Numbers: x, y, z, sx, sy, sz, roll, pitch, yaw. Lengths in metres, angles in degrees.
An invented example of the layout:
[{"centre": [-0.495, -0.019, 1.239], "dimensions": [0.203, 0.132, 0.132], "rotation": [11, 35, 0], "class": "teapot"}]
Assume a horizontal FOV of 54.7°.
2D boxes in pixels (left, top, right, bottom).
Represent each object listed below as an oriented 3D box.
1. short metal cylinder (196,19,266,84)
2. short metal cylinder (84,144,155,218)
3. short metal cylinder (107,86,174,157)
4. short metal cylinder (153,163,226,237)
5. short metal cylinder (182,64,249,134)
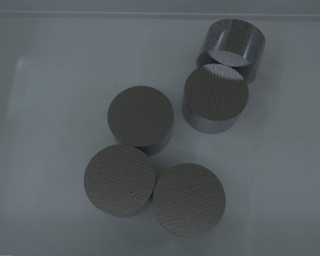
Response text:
[{"centre": [0.095, -0.099, 0.417], "dimensions": [0.080, 0.080, 0.050], "rotation": [19, 71, 7], "class": "short metal cylinder"}, {"centre": [-0.045, 0.065, 0.372], "dimensions": [0.081, 0.050, 0.080], "rotation": [0, 70, 0], "class": "short metal cylinder"}, {"centre": [-0.023, -0.007, 0.399], "dimensions": [0.081, 0.050, 0.080], "rotation": [0, 70, 0], "class": "short metal cylinder"}, {"centre": [0.032, 0.086, 0.365], "dimensions": [0.081, 0.050, 0.080], "rotation": [0, 70, 0], "class": "short metal cylinder"}, {"centre": [0.071, -0.037, 0.410], "dimensions": [0.081, 0.050, 0.080], "rotation": [0, 70, 0], "class": "short metal cylinder"}]
